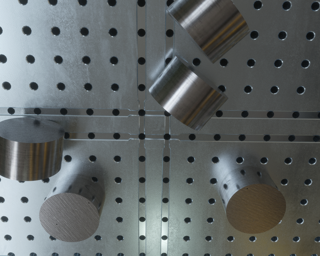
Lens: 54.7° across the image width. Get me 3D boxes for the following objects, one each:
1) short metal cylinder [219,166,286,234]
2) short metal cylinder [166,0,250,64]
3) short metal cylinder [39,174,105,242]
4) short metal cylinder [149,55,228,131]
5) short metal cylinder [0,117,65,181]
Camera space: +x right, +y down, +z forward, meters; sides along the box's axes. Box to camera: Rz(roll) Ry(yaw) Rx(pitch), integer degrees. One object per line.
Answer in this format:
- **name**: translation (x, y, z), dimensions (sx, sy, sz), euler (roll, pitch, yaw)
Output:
- **short metal cylinder**: translation (0.129, 0.101, 0.439), dimensions (0.081, 0.050, 0.079), euler (0, 110, 0)
- **short metal cylinder**: translation (0.052, -0.118, 0.341), dimensions (0.050, 0.080, 0.080), euler (-41, 106, 13)
- **short metal cylinder**: translation (-0.122, 0.113, 0.440), dimensions (0.081, 0.050, 0.079), euler (0, 110, -1)
- **short metal cylinder**: translation (0.034, -0.042, 0.369), dimensions (0.080, 0.080, 0.050), euler (36, 106, -13)
- **short metal cylinder**: translation (-0.164, 0.024, 0.391), dimensions (0.081, 0.080, 0.050), euler (10, 110, -4)
